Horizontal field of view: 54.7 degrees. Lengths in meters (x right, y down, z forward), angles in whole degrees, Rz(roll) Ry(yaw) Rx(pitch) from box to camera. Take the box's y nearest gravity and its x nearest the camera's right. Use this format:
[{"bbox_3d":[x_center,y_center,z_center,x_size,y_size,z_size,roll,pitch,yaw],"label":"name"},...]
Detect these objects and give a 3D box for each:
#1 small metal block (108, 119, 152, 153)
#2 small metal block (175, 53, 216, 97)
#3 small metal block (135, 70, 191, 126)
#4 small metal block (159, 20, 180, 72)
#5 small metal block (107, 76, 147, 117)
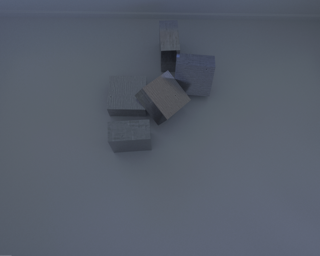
[{"bbox_3d":[-0.037,0.011,0.392,0.050,0.050,0.025,-4,70,-1],"label":"small metal block"},{"bbox_3d":[0.045,-0.072,0.420,0.050,0.050,0.025,5,47,1],"label":"small metal block"},{"bbox_3d":[0.004,-0.040,0.408,0.050,0.025,0.050,-40,94,-32],"label":"small metal block"},{"bbox_3d":[0.013,-0.115,0.437,0.025,0.050,0.050,-3,68,-1],"label":"small metal block"},{"bbox_3d":[-0.044,-0.044,0.425,0.050,0.025,0.050,1,70,0],"label":"small metal block"}]
